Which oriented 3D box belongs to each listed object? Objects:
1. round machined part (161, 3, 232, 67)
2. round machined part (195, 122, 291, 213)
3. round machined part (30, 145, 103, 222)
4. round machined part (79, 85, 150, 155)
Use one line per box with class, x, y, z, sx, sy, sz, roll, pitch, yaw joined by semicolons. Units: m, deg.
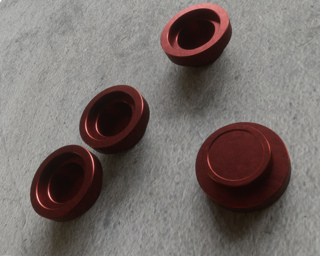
round machined part;0.054;-0.126;0.441;0.098;0.042;0.098;-13;56;20
round machined part;0.084;0.035;0.327;0.098;0.042;0.098;-13;56;20
round machined part;-0.116;0.075;0.406;0.098;0.042;0.098;-13;56;20
round machined part;-0.058;-0.008;0.426;0.098;0.042;0.098;-13;56;20
